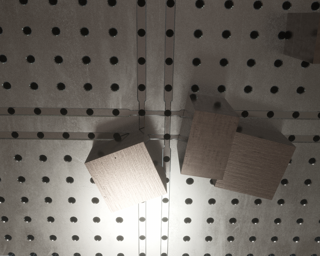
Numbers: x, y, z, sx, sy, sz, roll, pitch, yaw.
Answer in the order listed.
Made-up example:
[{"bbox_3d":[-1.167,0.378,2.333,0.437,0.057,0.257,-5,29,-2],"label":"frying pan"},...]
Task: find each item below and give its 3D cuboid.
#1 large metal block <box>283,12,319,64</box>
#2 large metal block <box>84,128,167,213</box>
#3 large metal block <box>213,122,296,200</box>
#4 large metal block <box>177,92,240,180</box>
[{"bbox_3d":[0.197,-0.104,0.348,0.081,0.080,0.050,-2,110,0],"label":"large metal block"},{"bbox_3d":[-0.043,0.057,0.420,0.080,0.050,0.080,-21,109,7],"label":"large metal block"},{"bbox_3d":[0.120,0.042,0.417,0.081,0.050,0.079,14,109,-6],"label":"large metal block"},{"bbox_3d":[0.056,0.007,0.388,0.050,0.080,0.079,9,110,-4],"label":"large metal block"}]
